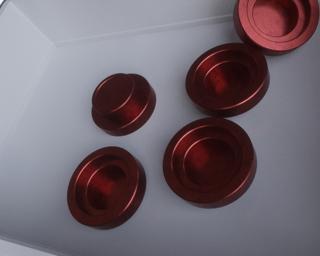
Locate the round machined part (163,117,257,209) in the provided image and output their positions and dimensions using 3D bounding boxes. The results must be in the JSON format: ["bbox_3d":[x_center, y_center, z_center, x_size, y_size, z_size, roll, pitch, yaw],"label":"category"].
[{"bbox_3d":[0.056,0.040,0.340,0.098,0.042,0.098,-13,56,20],"label":"round machined part"}]

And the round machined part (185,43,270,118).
[{"bbox_3d":[0.085,-0.054,0.383,0.098,0.042,0.098,-13,56,20],"label":"round machined part"}]

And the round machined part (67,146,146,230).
[{"bbox_3d":[-0.060,0.075,0.379,0.098,0.042,0.098,-13,56,20],"label":"round machined part"}]

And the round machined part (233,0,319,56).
[{"bbox_3d":[0.139,-0.137,0.385,0.099,0.042,0.097,0,87,-3],"label":"round machined part"}]

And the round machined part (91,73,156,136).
[{"bbox_3d":[-0.059,-0.040,0.449,0.098,0.042,0.098,-13,56,20],"label":"round machined part"}]
